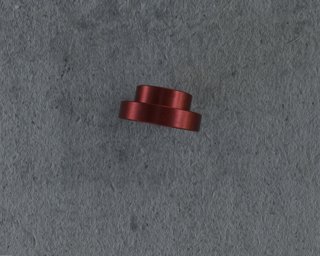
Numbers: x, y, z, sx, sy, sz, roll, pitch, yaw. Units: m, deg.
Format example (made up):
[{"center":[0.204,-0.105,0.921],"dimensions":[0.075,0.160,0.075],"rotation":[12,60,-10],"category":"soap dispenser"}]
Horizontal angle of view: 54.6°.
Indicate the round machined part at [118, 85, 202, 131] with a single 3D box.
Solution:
[{"center":[0.002,-0.024,0.374],"dimensions":[0.098,0.098,0.042],"rotation":[10,90,0],"category":"round machined part"}]
